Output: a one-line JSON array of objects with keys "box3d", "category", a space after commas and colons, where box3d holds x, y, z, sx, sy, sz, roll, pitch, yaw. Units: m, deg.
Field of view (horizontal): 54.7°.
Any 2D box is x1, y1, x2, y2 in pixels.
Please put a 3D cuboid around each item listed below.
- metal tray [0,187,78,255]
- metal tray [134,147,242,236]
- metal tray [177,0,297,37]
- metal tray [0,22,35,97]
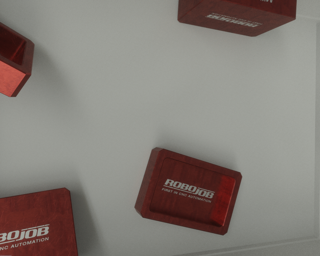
[{"box3d": [-0.160, 0.121, 0.334, 0.131, 0.030, 0.090, -6, 74, -20], "category": "metal tray"}, {"box3d": [0.041, 0.087, 0.422, 0.131, 0.030, 0.090, 19, 84, -19], "category": "metal tray"}, {"box3d": [0.100, -0.158, 0.412, 0.131, 0.090, 0.030, 4, 89, -20], "category": "metal tray"}, {"box3d": [-0.187, -0.089, 0.288, 0.131, 0.090, 0.030, 30, 110, -34], "category": "metal tray"}]
